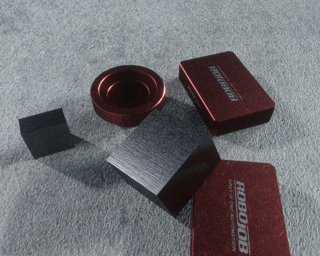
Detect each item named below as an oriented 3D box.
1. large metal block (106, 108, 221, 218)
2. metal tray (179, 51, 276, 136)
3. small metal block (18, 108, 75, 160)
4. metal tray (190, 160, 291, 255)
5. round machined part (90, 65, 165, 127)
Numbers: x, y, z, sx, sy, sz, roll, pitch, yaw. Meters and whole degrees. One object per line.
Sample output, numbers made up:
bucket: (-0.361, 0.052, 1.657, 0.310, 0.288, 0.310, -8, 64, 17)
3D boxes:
large metal block: (0.005, 0.034, 0.333, 0.080, 0.050, 0.080, 26, 66, 41)
metal tray: (0.092, -0.055, 0.447, 0.091, 0.030, 0.130, -15, 52, -13)
small metal block: (-0.137, 0.007, 0.379, 0.050, 0.050, 0.025, -17, 53, -14)
metal tray: (0.079, 0.095, 0.321, 0.091, 0.030, 0.130, 4, 50, 3)
round machined part: (-0.042, -0.039, 0.425, 0.099, 0.042, 0.098, 0, 50, 0)
